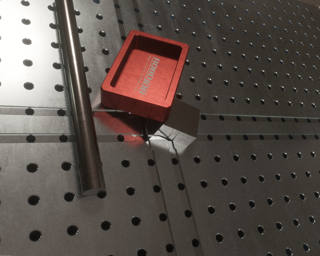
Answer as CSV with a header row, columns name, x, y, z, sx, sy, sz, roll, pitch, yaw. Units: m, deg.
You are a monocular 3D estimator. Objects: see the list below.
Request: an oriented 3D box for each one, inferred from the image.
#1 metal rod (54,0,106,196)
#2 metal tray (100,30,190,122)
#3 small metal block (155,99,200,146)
name,x,y,z,sx,sy,sz,roll,pitch,yaw
metal rod,-0.106,-0.064,0.390,0.025,0.025,0.299,-1,62,-29
metal tray,-0.017,-0.076,0.426,0.090,0.030,0.130,16,53,2
small metal block,0.025,-0.010,0.430,0.050,0.025,0.050,22,53,-15
